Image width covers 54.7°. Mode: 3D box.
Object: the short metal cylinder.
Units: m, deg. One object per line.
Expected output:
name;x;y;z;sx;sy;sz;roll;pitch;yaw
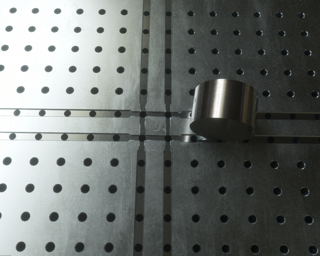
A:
short metal cylinder;0.081;-0.020;0.391;0.080;0.080;0.050;9;70;3
